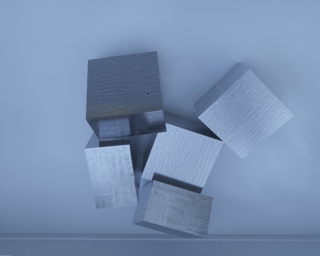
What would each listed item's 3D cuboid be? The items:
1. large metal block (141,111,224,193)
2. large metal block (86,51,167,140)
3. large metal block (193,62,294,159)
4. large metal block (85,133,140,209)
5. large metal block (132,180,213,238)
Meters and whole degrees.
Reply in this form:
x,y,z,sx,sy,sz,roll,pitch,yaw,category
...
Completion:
x,y,z,sx,sy,sz,roll,pitch,yaw,category
0.027,0.031,0.409,0.080,0.050,0.079,18,109,-7,large metal block
-0.038,-0.037,0.360,0.080,0.080,0.050,-7,152,3,large metal block
0.101,-0.022,0.390,0.080,0.050,0.080,42,104,-14,large metal block
-0.056,0.044,0.396,0.050,0.080,0.079,-5,110,1,large metal block
0.014,0.112,0.415,0.080,0.080,0.050,18,67,-9,large metal block
